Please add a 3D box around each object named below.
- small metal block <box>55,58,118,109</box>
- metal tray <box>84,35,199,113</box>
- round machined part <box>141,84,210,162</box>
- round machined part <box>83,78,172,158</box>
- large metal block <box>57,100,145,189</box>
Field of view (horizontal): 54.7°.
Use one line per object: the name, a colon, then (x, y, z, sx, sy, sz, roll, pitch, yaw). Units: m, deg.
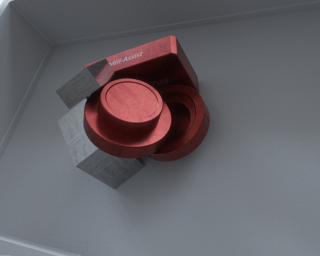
small metal block: (-0.084, -0.052, 0.359, 0.050, 0.025, 0.050, -30, 12, 24)
metal tray: (-0.024, -0.063, 0.411, 0.130, 0.090, 0.030, -14, 57, 20)
round machined part: (0.015, -0.003, 0.387, 0.098, 0.042, 0.098, -13, 56, 20)
round machined part: (-0.034, -0.018, 0.346, 0.099, 0.042, 0.098, 9, 48, -10)
large metal block: (-0.074, 0.020, 0.394, 0.050, 0.080, 0.080, -38, 51, 3)
